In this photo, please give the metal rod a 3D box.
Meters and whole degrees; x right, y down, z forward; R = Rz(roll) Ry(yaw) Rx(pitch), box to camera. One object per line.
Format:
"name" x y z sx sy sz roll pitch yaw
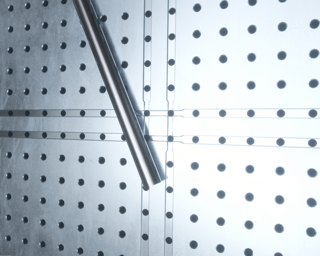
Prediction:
"metal rod" -0.064 -0.061 0.435 0.025 0.025 0.299 -24 82 18
